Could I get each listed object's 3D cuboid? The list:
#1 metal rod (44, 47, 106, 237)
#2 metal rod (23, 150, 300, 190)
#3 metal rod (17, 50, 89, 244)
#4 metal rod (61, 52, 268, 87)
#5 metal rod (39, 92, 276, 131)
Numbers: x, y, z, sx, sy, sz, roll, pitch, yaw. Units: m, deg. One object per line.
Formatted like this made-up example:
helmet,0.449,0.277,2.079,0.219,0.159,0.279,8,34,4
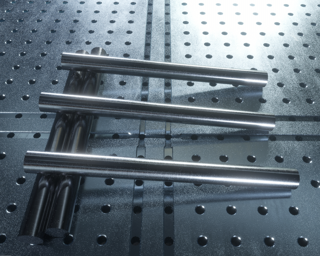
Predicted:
metal rod,-0.103,-0.008,0.412,0.025,0.025,0.300,1,50,0
metal rod,0.007,0.048,0.349,0.302,0.025,0.025,4,50,-5
metal rod,-0.128,-0.002,0.407,0.025,0.025,0.300,1,50,0
metal rod,0.010,-0.086,0.461,0.302,0.025,0.025,4,50,-5
metal rod,0.000,-0.021,0.405,0.302,0.025,0.025,5,50,-4
